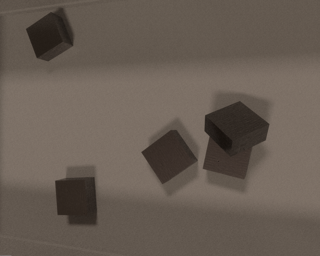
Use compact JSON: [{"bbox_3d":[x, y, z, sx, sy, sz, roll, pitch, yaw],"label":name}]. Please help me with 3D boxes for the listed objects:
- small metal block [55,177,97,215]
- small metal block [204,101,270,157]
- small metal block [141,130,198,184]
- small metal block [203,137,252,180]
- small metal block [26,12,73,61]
[{"bbox_3d":[-0.122,0.099,0.452,0.050,0.025,0.050,-5,88,19],"label":"small metal block"},{"bbox_3d":[0.087,0.000,0.356,0.050,0.025,0.050,-22,44,-19],"label":"small metal block"},{"bbox_3d":[0.013,0.037,0.405,0.050,0.025,0.050,-37,78,16],"label":"small metal block"},{"bbox_3d":[0.084,0.031,0.380,0.050,0.025,0.050,13,94,19],"label":"small metal block"},{"bbox_3d":[-0.167,-0.137,0.468,0.050,0.025,0.050,-25,82,18],"label":"small metal block"}]
